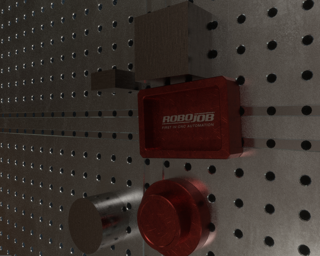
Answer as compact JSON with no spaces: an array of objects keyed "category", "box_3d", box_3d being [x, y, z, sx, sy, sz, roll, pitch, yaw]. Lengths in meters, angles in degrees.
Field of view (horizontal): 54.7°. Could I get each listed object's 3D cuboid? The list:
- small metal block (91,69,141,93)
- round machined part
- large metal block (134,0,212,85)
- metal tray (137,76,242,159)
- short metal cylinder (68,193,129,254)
[{"category":"small metal block","box_3d":[-0.062,-0.066,0.442,0.050,0.050,0.025,0,90,39]},{"category":"round machined part","box_3d":[0.010,0.114,0.389,0.098,0.042,0.097,0,90,39]},{"category":"large metal block","box_3d":[0.015,-0.098,0.379,0.080,0.050,0.079,-1,90,39]},{"category":"metal tray","box_3d":[0.031,-0.009,0.378,0.130,0.030,0.089,-4,88,39]},{"category":"short metal cylinder","box_3d":[-0.093,0.141,0.467,0.080,0.050,0.079,0,90,39]}]
